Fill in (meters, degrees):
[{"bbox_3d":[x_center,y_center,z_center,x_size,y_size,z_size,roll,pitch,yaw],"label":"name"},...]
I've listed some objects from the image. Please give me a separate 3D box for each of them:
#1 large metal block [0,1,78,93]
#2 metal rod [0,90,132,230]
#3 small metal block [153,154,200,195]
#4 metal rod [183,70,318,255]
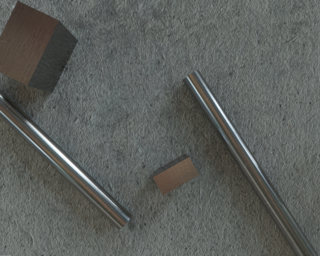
[{"bbox_3d":[-0.151,-0.094,0.380,0.050,0.080,0.080,26,90,-1],"label":"large metal block"},{"bbox_3d":[-0.154,0.021,0.407,0.300,0.025,0.025,44,90,-1],"label":"metal rod"},{"bbox_3d":[0.019,0.058,0.398,0.050,0.050,0.025,-29,90,0],"label":"small metal block"},{"bbox_3d":[0.122,0.056,0.411,0.025,0.025,0.299,-33,90,0],"label":"metal rod"}]
